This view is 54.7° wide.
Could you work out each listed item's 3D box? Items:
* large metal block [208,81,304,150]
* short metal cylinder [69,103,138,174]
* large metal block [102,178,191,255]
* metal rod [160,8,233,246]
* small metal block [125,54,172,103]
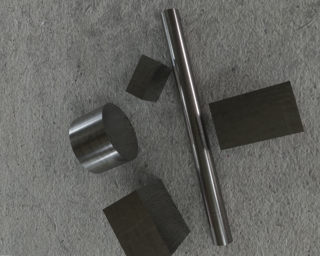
[{"bbox_3d":[0.106,-0.011,0.342,0.080,0.080,0.050,-15,85,19],"label":"large metal block"},{"bbox_3d":[-0.071,0.014,0.405,0.050,0.080,0.080,-24,82,18],"label":"short metal cylinder"},{"bbox_3d":[-0.013,0.116,0.384,0.050,0.080,0.080,-33,79,17],"label":"large metal block"},{"bbox_3d":[0.045,-0.005,0.393,0.025,0.025,0.298,-14,85,19],"label":"metal rod"},{"bbox_3d":[-0.013,-0.062,0.400,0.025,0.050,0.050,29,99,18],"label":"small metal block"}]
